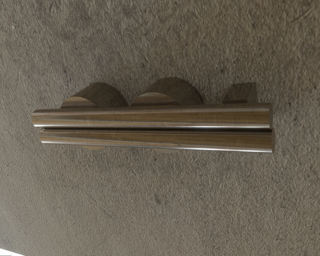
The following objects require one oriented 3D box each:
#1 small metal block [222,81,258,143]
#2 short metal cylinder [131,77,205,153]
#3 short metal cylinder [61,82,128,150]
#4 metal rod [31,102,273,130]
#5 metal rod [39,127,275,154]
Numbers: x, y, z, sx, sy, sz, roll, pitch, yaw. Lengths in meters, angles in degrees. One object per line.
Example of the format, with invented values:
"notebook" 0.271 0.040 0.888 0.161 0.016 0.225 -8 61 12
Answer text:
"small metal block" 0.090 -0.017 0.336 0.025 0.050 0.050 -2 117 29
"short metal cylinder" 0.010 -0.016 0.378 0.080 0.050 0.079 13 124 21
"short metal cylinder" -0.089 -0.017 0.427 0.080 0.050 0.079 13 124 21
"metal rod" -0.032 -0.012 0.352 0.300 0.025 0.025 0 119 28
"metal rod" -0.026 0.011 0.363 0.300 0.025 0.025 0 119 28
